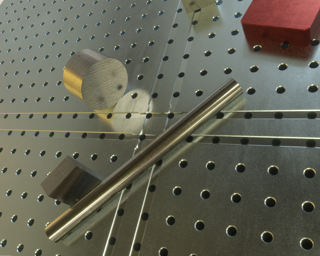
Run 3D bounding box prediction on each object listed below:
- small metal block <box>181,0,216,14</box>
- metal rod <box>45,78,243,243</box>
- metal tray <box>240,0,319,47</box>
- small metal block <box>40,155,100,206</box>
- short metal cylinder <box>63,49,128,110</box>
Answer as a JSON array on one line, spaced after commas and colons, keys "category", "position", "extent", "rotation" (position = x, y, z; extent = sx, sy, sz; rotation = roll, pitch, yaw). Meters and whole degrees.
[{"category": "small metal block", "position": [0.057, -0.219, 0.495], "extent": [0.050, 0.050, 0.025], "rotation": [-15, 56, 19]}, {"category": "metal rod", "position": [-0.020, 0.041, 0.392], "extent": [0.300, 0.025, 0.025], "rotation": [-39, 51, 1]}, {"category": "metal tray", "position": [0.179, -0.175, 0.418], "extent": [0.090, 0.030, 0.130], "rotation": [21, 73, 35]}, {"category": "small metal block", "position": [-0.118, 0.071, 0.408], "extent": [0.050, 0.050, 0.025], "rotation": [-48, 52, -6]}, {"category": "short metal cylinder", "position": [-0.096, -0.073, 0.466], "extent": [0.050, 0.080, 0.080], "rotation": [32, 79, 37]}]
